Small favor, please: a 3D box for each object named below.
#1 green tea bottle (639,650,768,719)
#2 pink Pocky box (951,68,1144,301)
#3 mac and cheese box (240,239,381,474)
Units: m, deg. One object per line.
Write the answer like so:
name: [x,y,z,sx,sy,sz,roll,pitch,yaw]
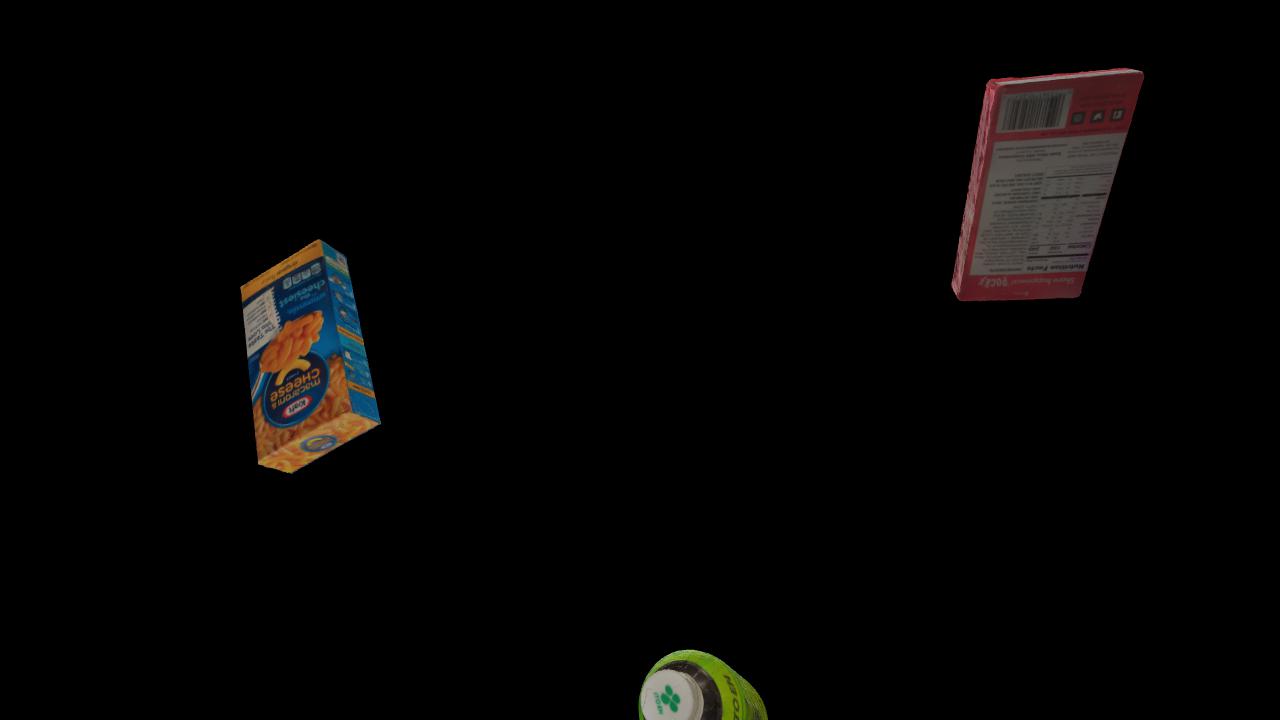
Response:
green tea bottle: [0.042,0.241,0.421,0.073,0.073,0.212,0,-32,21]
pink Pocky box: [0.276,-0.115,0.429,0.084,0.155,0.029,-1,32,11]
mac and cheese box: [-0.287,-0.008,0.528,0.093,0.184,0.041,-28,-27,5]
